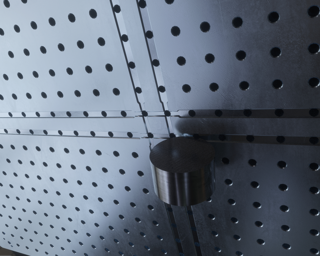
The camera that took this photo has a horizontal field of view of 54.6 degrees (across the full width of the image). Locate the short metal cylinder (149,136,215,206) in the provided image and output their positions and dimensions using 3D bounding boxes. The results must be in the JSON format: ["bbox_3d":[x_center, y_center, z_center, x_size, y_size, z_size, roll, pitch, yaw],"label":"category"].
[{"bbox_3d":[0.030,0.052,0.393,0.080,0.080,0.050,8,122,24],"label":"short metal cylinder"}]
